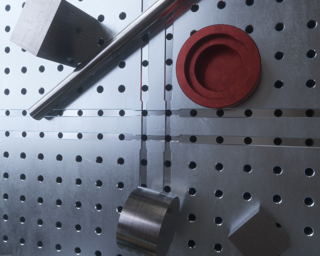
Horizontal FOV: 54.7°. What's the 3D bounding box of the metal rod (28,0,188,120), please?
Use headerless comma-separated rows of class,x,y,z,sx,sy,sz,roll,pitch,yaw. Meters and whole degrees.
metal rod,-0.075,-0.104,0.437,0.300,0.025,0.025,-35,79,16

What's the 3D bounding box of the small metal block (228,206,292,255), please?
small metal block,0.119,0.132,0.371,0.050,0.025,0.050,-46,76,14

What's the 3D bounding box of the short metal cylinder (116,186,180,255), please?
short metal cylinder,-0.012,0.118,0.387,0.050,0.080,0.079,12,94,19

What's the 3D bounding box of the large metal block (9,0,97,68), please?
large metal block,-0.146,-0.138,0.433,0.050,0.080,0.080,31,100,17

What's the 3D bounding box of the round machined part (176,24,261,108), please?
round machined part,0.072,-0.072,0.378,0.098,0.042,0.097,0,90,19
